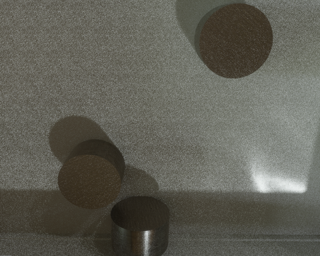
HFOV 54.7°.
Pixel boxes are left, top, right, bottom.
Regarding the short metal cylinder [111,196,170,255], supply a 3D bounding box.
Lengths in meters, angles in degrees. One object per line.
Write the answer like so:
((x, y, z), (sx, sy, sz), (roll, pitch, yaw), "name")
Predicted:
((-0.028, 0.139, 0.433), (0.081, 0.080, 0.050), (2, 110, -1), "short metal cylinder")

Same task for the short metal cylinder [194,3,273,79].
((0.083, -0.102, 0.362), (0.081, 0.050, 0.079), (0, 110, -1), "short metal cylinder")

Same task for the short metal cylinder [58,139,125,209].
((-0.090, 0.062, 0.419), (0.081, 0.050, 0.079), (0, 110, -1), "short metal cylinder")
